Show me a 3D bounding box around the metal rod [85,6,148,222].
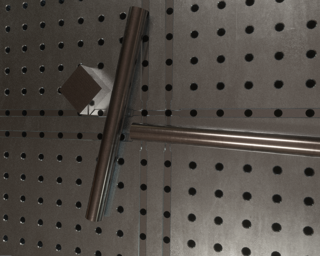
[{"bbox_3d":[-0.062,-0.016,0.433,0.025,0.025,0.298,14,95,19],"label":"metal rod"}]

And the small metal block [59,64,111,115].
[{"bbox_3d":[-0.109,-0.055,0.450,0.050,0.025,0.050,-46,76,14],"label":"small metal block"}]

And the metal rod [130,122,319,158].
[{"bbox_3d":[0.106,0.016,0.375,0.301,0.025,0.025,4,92,19],"label":"metal rod"}]
